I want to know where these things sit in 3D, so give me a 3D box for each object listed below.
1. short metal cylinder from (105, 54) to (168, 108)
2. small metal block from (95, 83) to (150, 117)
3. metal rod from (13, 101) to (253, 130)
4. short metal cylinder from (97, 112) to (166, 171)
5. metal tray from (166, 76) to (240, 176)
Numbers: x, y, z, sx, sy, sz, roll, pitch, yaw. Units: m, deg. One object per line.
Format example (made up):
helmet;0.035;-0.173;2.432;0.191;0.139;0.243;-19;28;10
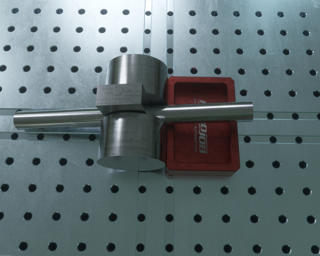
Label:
short metal cylinder;-0.030;-0.052;0.399;0.081;0.080;0.050;1;70;0
small metal block;-0.041;-0.028;0.358;0.050;0.050;0.025;-2;70;8
metal rod;-0.039;-0.015;0.392;0.301;0.025;0.025;-2;70;8
short metal cylinder;-0.033;0.019;0.375;0.081;0.080;0.050;1;70;0
metal tray;0.054;-0.004;0.411;0.091;0.030;0.130;1;70;0
